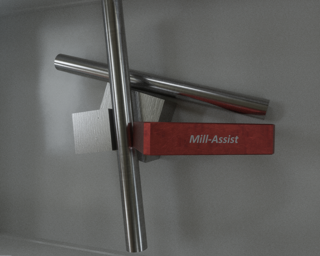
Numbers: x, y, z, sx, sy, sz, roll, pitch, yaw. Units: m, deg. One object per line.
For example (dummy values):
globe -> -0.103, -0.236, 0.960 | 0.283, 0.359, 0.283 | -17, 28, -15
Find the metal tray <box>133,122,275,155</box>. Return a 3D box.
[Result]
metal tray -> 0.041, 0.009, 0.331 | 0.131, 0.090, 0.030 | 1, 91, -12

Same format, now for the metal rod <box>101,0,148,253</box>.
metal rod -> -0.043, -0.006, 0.370 | 0.025, 0.025, 0.298 | -7, 88, 19

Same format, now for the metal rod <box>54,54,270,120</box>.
metal rod -> -0.011, -0.060, 0.413 | 0.301, 0.025, 0.025 | 16, 95, 18

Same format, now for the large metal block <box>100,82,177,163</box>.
large metal block -> -0.034, -0.008, 0.407 | 0.080, 0.050, 0.080 | 19, 96, 18

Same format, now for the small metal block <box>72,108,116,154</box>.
small metal block -> -0.078, 0.004, 0.382 | 0.050, 0.025, 0.050 | -7, 87, 19
